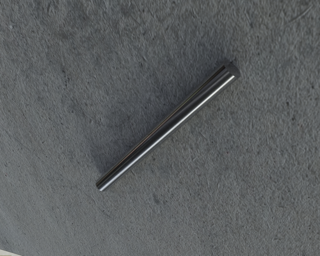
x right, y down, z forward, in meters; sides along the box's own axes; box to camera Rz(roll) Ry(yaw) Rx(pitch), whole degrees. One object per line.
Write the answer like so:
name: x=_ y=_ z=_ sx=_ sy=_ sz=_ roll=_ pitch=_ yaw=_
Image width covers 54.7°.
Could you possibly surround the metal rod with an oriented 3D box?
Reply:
metal rod: x=-0.009 y=0.015 z=0.422 sx=0.025 sy=0.025 sz=0.299 roll=45 pitch=129 yaw=-3
